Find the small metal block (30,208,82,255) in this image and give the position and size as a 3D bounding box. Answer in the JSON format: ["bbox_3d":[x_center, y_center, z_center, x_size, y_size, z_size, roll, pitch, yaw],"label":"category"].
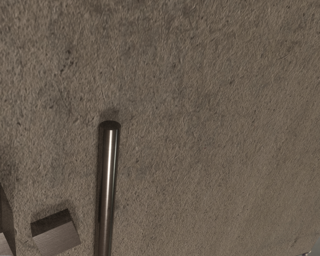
[{"bbox_3d":[-0.140,0.144,0.420,0.050,0.025,0.050,-20,126,-17],"label":"small metal block"}]

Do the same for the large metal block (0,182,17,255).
[{"bbox_3d":[-0.205,0.113,0.330,0.081,0.080,0.050,-15,125,-20],"label":"large metal block"}]

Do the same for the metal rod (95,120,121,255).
[{"bbox_3d":[-0.078,0.127,0.443,0.025,0.025,0.298,-7,122,-26],"label":"metal rod"}]
